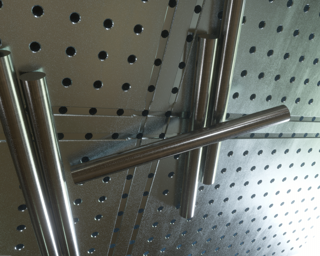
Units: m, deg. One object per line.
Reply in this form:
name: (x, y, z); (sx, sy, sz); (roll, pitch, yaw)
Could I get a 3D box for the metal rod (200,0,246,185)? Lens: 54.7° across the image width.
metal rod: (0.084, -0.043, 0.432); (0.025, 0.025, 0.298); (-11, 124, -23)

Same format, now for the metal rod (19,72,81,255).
metal rod: (-0.129, 0.075, 0.387); (0.025, 0.025, 0.298); (-13, 124, -22)

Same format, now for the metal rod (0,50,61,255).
metal rod: (-0.153, 0.058, 0.364); (0.025, 0.025, 0.298); (-13, 124, -21)

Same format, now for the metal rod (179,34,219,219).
metal rod: (0.052, 0.017, 0.451); (0.025, 0.025, 0.298); (-11, 124, -23)

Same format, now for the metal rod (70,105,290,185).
metal rod: (0.034, 0.019, 0.415); (0.302, 0.025, 0.025); (-16, 126, -9)
